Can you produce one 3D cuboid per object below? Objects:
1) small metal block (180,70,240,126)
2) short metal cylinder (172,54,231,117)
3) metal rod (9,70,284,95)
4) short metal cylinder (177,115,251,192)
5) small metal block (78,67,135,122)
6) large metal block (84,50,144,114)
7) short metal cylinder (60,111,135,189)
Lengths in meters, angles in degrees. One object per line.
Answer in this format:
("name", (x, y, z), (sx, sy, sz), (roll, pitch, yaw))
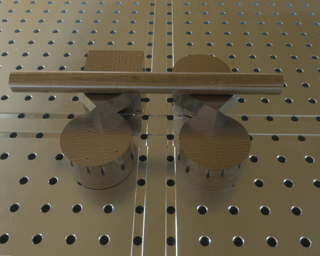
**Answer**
("small metal block", (0.061, -0.038, 0.375), (0.050, 0.025, 0.050), (33, 57, 24))
("short metal cylinder", (0.057, -0.061, 0.443), (0.080, 0.050, 0.080), (0, 50, 0))
("metal rod", (-0.015, -0.051, 0.353), (0.302, 0.025, 0.025), (1, 50, 0))
("short metal cylinder", (0.062, 0.028, 0.368), (0.080, 0.050, 0.080), (0, 50, 0))
("small metal block", (-0.067, -0.042, 0.378), (0.050, 0.025, 0.050), (-33, 57, -25))
("large metal block", (-0.065, -0.067, 0.446), (0.080, 0.050, 0.080), (1, 50, 1))
("short metal cylinder", (-0.072, 0.025, 0.369), (0.080, 0.050, 0.080), (0, 50, 0))
